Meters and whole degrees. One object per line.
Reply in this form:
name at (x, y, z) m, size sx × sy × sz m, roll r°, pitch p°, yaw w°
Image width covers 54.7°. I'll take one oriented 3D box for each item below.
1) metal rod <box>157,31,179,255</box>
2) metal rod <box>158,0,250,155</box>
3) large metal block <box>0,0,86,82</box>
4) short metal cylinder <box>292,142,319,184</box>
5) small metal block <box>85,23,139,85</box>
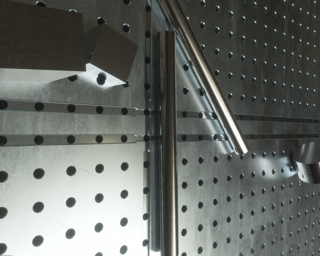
metal rod at (0.011, 0.022, 0.417) m, size 0.025 × 0.025 × 0.298 m, roll -2°, pitch 91°, yaw -40°
metal rod at (0.068, -0.079, 0.466) m, size 0.025 × 0.025 × 0.299 m, roll -46°, pitch 118°, yaw -30°
large metal block at (-0.122, -0.071, 0.271) m, size 0.081 × 0.080 × 0.050 m, roll -6°, pitch 94°, yaw -40°
short metal cylinder at (0.324, 0.071, 0.645) m, size 0.080 × 0.080 × 0.050 m, roll -38°, pitch 114°, yaw -33°
small metal block at (-0.058, -0.084, 0.360) m, size 0.050 × 0.025 × 0.050 m, roll 26°, pitch 74°, yaw -37°
